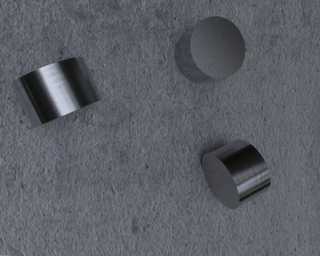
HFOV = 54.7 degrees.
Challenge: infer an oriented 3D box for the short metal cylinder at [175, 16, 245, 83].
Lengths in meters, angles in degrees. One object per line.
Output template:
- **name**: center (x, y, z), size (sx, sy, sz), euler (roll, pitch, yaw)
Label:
- **short metal cylinder**: center (0.067, -0.103, 0.420), size (0.081, 0.050, 0.080), euler (0, 90, -20)

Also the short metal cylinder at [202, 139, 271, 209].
- **short metal cylinder**: center (0.100, 0.061, 0.417), size (0.050, 0.080, 0.080), euler (-23, 98, -19)

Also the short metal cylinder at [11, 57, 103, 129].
- **short metal cylinder**: center (-0.111, -0.039, 0.339), size (0.081, 0.080, 0.050), euler (-26, 99, -18)
